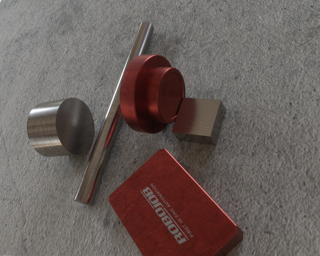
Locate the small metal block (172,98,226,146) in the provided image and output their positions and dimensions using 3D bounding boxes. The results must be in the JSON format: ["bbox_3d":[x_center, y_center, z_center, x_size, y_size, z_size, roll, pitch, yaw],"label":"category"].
[{"bbox_3d":[0.049,-0.009,0.383,0.050,0.025,0.050,6,65,30],"label":"small metal block"}]

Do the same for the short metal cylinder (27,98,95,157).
[{"bbox_3d":[-0.138,0.000,0.439,0.050,0.080,0.080,-7,59,25],"label":"short metal cylinder"}]

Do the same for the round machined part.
[{"bbox_3d":[-0.002,-0.041,0.382,0.042,0.098,0.098,7,65,31],"label":"round machined part"}]

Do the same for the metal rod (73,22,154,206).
[{"bbox_3d":[-0.060,-0.036,0.455,0.025,0.025,0.300,2,63,29],"label":"metal rod"}]

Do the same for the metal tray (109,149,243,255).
[{"bbox_3d":[0.012,0.095,0.335,0.090,0.030,0.130,-43,51,-2],"label":"metal tray"}]
